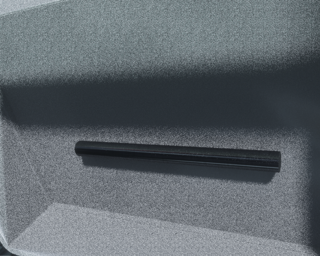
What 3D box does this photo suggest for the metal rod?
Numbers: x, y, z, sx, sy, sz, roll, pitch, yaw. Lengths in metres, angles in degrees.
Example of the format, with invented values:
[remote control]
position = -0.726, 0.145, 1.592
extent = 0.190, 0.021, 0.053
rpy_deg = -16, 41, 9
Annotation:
[metal rod]
position = 0.006, 0.036, 0.428
extent = 0.300, 0.025, 0.025
rpy_deg = 1, 119, 27
